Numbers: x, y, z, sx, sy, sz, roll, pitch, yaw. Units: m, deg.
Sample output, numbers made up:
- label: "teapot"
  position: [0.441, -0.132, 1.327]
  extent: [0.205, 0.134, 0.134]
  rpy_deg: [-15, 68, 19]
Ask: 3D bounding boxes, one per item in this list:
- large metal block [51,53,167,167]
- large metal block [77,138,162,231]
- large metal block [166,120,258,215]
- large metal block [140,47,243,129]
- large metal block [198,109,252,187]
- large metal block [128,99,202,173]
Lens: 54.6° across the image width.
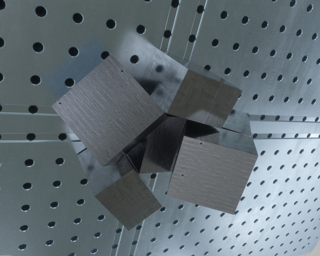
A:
- label: "large metal block"
  position: [-0.050, -0.017, 0.329]
  extent: [0.080, 0.080, 0.050]
  rpy_deg: [-42, 174, 0]
- label: "large metal block"
  position: [-0.051, 0.066, 0.386]
  extent: [0.050, 0.080, 0.080]
  rpy_deg: [-35, 130, -6]
- label: "large metal block"
  position: [0.059, 0.044, 0.364]
  extent: [0.080, 0.050, 0.079]
  rpy_deg: [15, 114, 2]
- label: "large metal block"
  position: [0.033, -0.047, 0.364]
  extent: [0.081, 0.080, 0.050]
  rpy_deg: [14, 111, -34]
- label: "large metal block"
  position: [0.085, 0.022, 0.424]
  extent: [0.050, 0.080, 0.079]
  rpy_deg: [17, 114, 6]
- label: "large metal block"
  position: [0.009, 0.010, 0.405]
  extent: [0.081, 0.050, 0.079]
  rpy_deg: [1, 118, -29]
